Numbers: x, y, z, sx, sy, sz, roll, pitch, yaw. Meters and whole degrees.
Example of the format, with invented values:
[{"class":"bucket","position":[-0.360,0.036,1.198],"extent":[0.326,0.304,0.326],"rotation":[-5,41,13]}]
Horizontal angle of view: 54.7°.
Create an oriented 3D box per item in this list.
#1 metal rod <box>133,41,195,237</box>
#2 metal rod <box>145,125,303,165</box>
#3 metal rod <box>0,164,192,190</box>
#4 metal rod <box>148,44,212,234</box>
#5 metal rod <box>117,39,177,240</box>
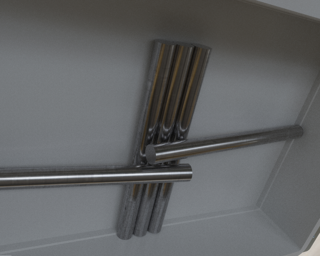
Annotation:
[{"class":"metal rod","position":[-0.002,0.032,0.427],"extent":[0.025,0.025,0.298],"rotation":[-2,119,-28]},{"class":"metal rod","position":[0.114,0.019,0.461],"extent":[0.303,0.025,0.025],"rotation":[-6,121,-33]},{"class":"metal rod","position":[-0.101,0.058,0.368],"extent":[0.303,0.025,0.025],"rotation":[2,118,-23]},{"class":"metal rod","position":[0.020,0.032,0.440],"extent":[0.025,0.025,0.298],"rotation":[-2,119,-28]},{"class":"metal rod","position":[-0.024,0.033,0.416],"extent":[0.025,0.025,0.298],"rotation":[-2,119,-28]}]
